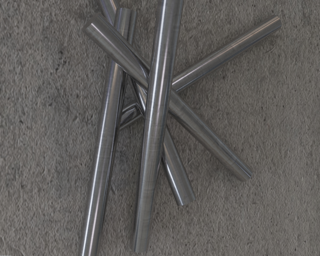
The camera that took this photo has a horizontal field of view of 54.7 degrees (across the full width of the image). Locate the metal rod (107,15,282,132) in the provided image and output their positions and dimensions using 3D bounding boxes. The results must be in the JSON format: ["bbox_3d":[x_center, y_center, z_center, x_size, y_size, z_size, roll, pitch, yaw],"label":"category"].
[{"bbox_3d":[0.056,-0.081,0.429,0.302,0.025,0.025,-34,101,-17],"label":"metal rod"}]

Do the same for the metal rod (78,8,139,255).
[{"bbox_3d":[-0.062,0.015,0.362,0.025,0.025,0.298,8,96,-20],"label":"metal rod"}]

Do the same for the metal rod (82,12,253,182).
[{"bbox_3d":[0.028,-0.018,0.380,0.300,0.025,0.025,42,77,-31],"label":"metal rod"}]

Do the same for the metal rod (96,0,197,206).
[{"bbox_3d":[-0.023,-0.050,0.376,0.025,0.025,0.299,-21,88,-19],"label":"metal rod"}]

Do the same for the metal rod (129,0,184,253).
[{"bbox_3d":[-0.008,0.014,0.349,0.025,0.025,0.298,0,112,-20],"label":"metal rod"}]
